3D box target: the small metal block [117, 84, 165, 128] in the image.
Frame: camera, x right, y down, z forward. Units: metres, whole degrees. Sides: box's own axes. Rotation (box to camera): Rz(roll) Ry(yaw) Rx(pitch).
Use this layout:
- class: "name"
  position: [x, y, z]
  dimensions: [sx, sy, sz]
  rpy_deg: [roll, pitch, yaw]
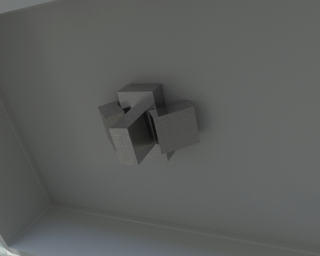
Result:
- class: "small metal block"
  position: [-0.022, -0.028, 0.399]
  dimensions: [0.050, 0.025, 0.050]
  rpy_deg: [2, 120, 26]

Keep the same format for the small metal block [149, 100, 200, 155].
- class: "small metal block"
  position: [0.018, -0.001, 0.381]
  dimensions: [0.050, 0.025, 0.050]
  rpy_deg: [-17, 117, -8]

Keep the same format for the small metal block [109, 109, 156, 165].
- class: "small metal block"
  position: [-0.032, 0.010, 0.380]
  dimensions: [0.025, 0.050, 0.050]
  rpy_deg: [0, 119, 27]

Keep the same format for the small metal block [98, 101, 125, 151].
- class: "small metal block"
  position: [-0.060, -0.003, 0.419]
  dimensions: [0.050, 0.025, 0.050]
  rpy_deg: [-137, 29, -60]

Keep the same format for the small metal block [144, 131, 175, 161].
- class: "small metal block"
  position: [-0.011, 0.016, 0.421]
  dimensions: [0.050, 0.025, 0.050]
  rpy_deg: [3, 120, 27]
